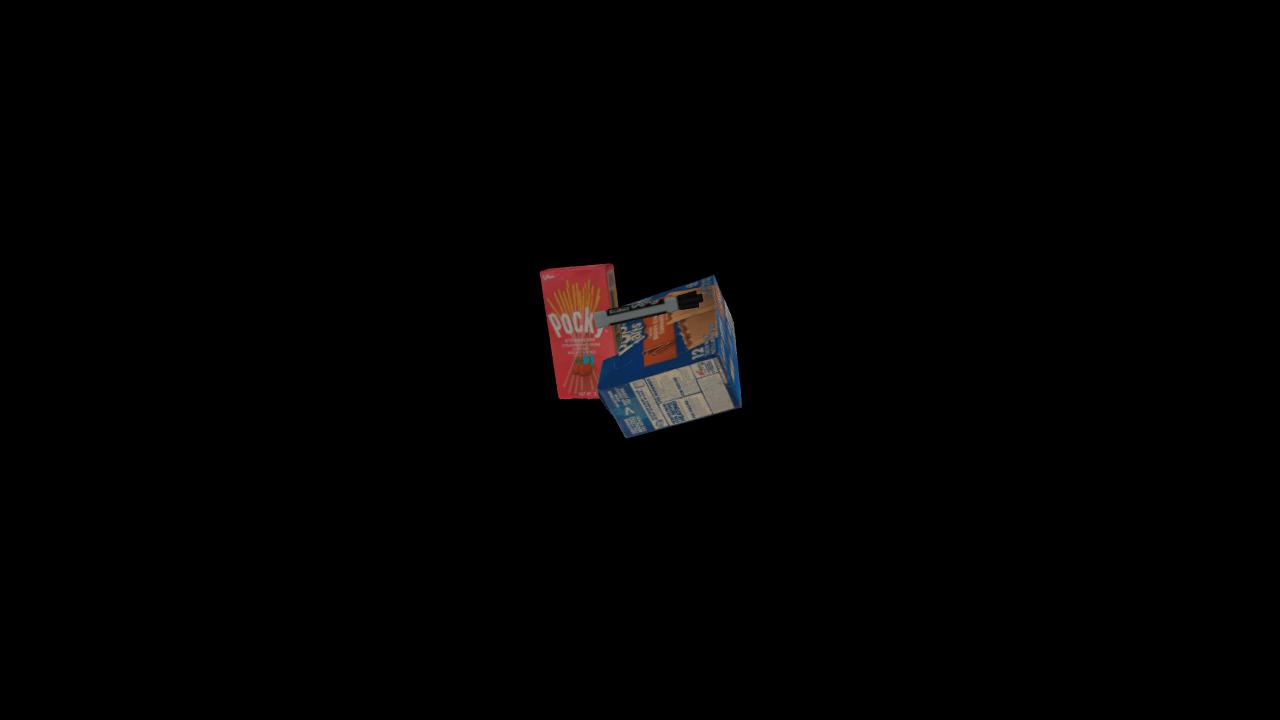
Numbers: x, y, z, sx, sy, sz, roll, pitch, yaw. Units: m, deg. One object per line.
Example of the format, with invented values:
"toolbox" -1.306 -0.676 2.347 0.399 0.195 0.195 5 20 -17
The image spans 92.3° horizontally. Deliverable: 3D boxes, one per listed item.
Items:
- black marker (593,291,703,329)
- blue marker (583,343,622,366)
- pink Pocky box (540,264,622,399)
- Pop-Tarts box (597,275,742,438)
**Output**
"black marker" 0.009 -0.055 0.673 0.121 0.020 0.020 -12 0 2
"blue marker" -0.013 -0.013 0.732 0.121 0.020 0.020 -14 7 -30
"pink Pocky box" -0.064 -0.031 0.710 0.084 0.155 0.029 -1 14 21
"Pop-Tarts box" 0.037 -0.008 0.721 0.141 0.083 0.167 -17 33 17
